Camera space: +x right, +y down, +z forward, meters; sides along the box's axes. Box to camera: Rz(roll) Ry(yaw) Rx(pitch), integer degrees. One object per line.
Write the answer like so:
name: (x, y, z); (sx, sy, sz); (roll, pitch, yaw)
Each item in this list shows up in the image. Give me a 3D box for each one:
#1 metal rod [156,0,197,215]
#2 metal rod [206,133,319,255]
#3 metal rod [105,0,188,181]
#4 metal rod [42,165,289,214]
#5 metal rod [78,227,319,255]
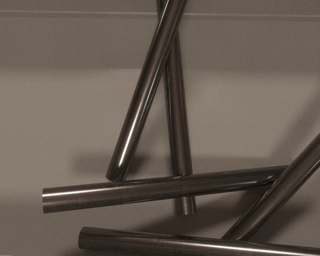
metal rod: (0.019, -0.045, 0.390); (0.025, 0.025, 0.298); (-5, 84, -2)
metal rod: (0.164, 0.047, 0.358); (0.025, 0.025, 0.300); (43, 89, 13)
metal rod: (-0.007, -0.076, 0.375); (0.025, 0.025, 0.298); (20, 95, 6)
metal rod: (0.029, 0.066, 0.351); (0.302, 0.025, 0.025); (-3, 70, -16)
metal rod: (0.058, 0.132, 0.333); (0.301, 0.025, 0.025); (1, 70, 11)
